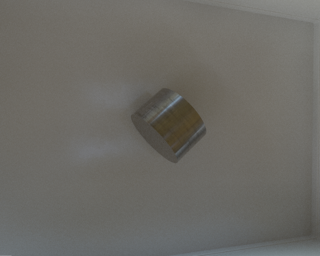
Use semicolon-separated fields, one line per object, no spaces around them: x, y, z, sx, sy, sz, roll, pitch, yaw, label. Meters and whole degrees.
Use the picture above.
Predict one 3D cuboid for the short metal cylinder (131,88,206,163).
0.010;-0.003;0.383;0.050;0.080;0.080;-43;104;-15;short metal cylinder
